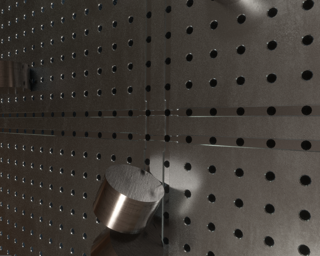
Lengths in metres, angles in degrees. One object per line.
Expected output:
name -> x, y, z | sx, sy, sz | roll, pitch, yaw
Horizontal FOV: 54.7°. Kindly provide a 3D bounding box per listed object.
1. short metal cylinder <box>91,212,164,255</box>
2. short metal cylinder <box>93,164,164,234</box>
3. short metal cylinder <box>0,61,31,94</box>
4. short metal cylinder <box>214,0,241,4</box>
short metal cylinder -> -0.043, 0.159, 0.407 | 0.050, 0.081, 0.080 | -50, 61, 28
short metal cylinder -> -0.041, 0.091, 0.405 | 0.080, 0.081, 0.050 | 36, 112, 34
short metal cylinder -> -0.303, -0.099, 0.619 | 0.080, 0.081, 0.050 | -6, 86, 39
short metal cylinder -> 0.069, -0.183, 0.335 | 0.080, 0.050, 0.079 | 0, 90, 39
